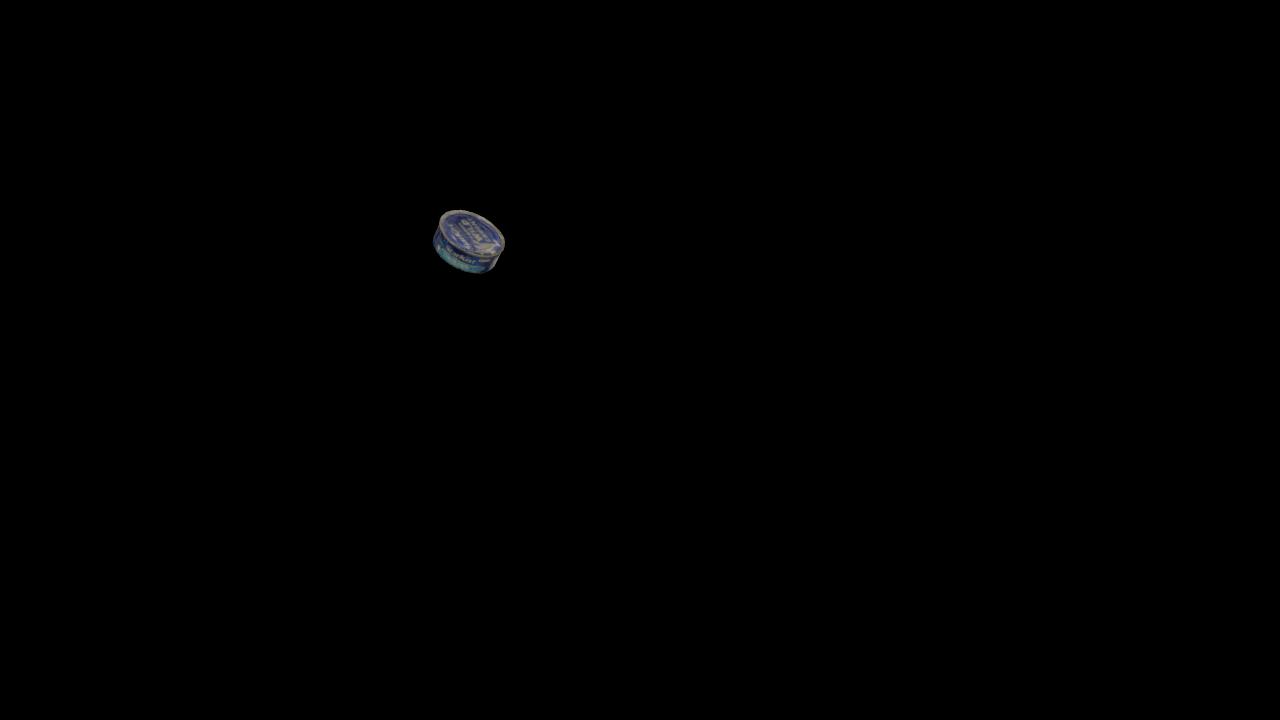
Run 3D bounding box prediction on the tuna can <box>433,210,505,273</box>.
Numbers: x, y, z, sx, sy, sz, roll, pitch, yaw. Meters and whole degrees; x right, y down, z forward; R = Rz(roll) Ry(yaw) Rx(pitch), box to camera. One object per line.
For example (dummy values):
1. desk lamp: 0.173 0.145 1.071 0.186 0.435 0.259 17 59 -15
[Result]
1. tuna can: -0.217 -0.149 0.778 0.084 0.084 0.034 0 -39 -41
